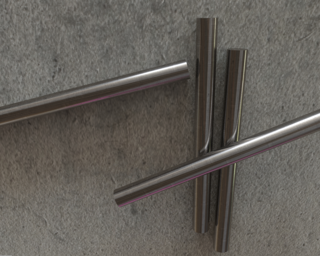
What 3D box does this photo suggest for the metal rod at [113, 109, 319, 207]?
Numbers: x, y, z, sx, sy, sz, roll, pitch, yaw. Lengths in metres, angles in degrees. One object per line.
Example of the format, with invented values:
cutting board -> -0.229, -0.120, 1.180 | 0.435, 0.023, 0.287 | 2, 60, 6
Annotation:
metal rod -> 0.081, 0.037, 0.396 | 0.301, 0.025, 0.025 | -22, 109, 7

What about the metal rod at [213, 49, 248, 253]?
metal rod -> 0.094, 0.044, 0.427 | 0.025, 0.025, 0.298 | 0, 110, -1

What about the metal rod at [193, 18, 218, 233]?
metal rod -> 0.058, 0.011, 0.414 | 0.025, 0.025, 0.298 | -1, 110, 0

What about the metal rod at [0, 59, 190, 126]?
metal rod -> -0.112, -0.038, 0.394 | 0.302, 0.025, 0.025 | -14, 110, 4
